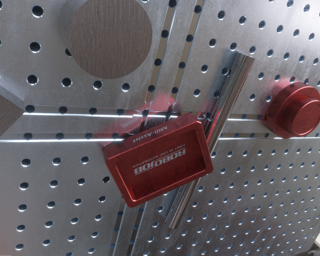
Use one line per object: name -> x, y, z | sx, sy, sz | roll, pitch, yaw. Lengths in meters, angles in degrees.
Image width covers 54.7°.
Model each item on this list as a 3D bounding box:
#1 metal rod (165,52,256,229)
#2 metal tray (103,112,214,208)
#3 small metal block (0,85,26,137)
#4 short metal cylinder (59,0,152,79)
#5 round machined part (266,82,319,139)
metal rod -> 0.068, 0.032, 0.470 | 0.025, 0.025, 0.298 | 6, 115, -32
metal tray -> 0.001, 0.044, 0.420 | 0.131, 0.030, 0.090 | -23, 121, -6
small metal block -> -0.172, -0.018, 0.306 | 0.050, 0.025, 0.050 | -45, 130, 3
short metal cylinder -> -0.055, -0.095, 0.307 | 0.081, 0.050, 0.079 | -14, 125, -21
round machined part -> 0.230, -0.023, 0.515 | 0.099, 0.042, 0.097 | -14, 125, -21
